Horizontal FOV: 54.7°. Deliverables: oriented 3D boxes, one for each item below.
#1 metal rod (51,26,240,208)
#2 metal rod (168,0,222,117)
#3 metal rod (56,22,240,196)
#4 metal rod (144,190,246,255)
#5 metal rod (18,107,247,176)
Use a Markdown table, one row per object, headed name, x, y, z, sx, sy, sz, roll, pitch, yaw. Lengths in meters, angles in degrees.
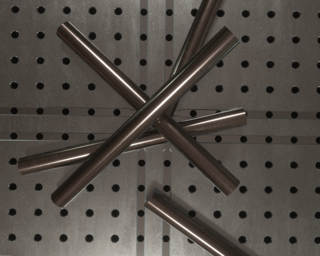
| name | x | y | z | sx | sy | sz | roll | pitch | yaw |
| --- | --- | --- | --- | --- | --- | --- | --- | --- | --- |
| metal rod | -0.029 | -0.003 | 0.371 | 0.299 | 0.025 | 0.025 | -43 | 91 | 16 |
| metal rod | 0.063 | -0.155 | 0.414 | 0.025 | 0.025 | 0.299 | 23 | 90 | -1 |
| metal rod | -0.020 | -0.029 | 0.393 | 0.300 | 0.025 | 0.025 | 43 | 90 | 7 |
| metal rod | 0.107 | 0.182 | 0.414 | 0.301 | 0.025 | 0.025 | 36 | 90 | -1 |
| metal rod | -0.035 | 0.018 | 0.412 | 0.302 | 0.025 | 0.025 | -13 | 90 | -1 |
